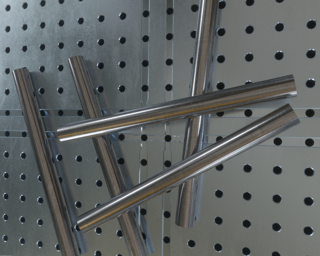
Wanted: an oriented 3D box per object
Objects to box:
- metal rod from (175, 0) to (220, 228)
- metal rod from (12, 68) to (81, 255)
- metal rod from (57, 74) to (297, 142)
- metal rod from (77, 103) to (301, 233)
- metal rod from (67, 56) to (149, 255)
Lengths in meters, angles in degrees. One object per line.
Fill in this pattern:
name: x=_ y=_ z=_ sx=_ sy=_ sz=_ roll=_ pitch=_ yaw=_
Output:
metal rod: x=0.048 y=-0.024 z=0.395 sx=0.025 sy=0.025 sz=0.298 roll=7 pitch=92 yaw=19
metal rod: x=-0.175 y=0.052 z=0.472 sx=0.025 sy=0.025 sz=0.299 roll=-20 pitch=84 yaw=18
metal rod: x=0.005 y=-0.019 z=0.382 sx=0.301 sy=0.025 sz=0.025 roll=-11 pitch=87 yaw=19
metal rod: x=0.021 y=0.057 z=0.376 sx=0.300 sy=0.025 sz=0.025 roll=-31 pitch=80 yaw=17
metal rod: x=-0.075 y=0.040 z=0.437 sx=0.025 sy=0.025 sz=0.299 roll=-21 pitch=83 yaw=18
